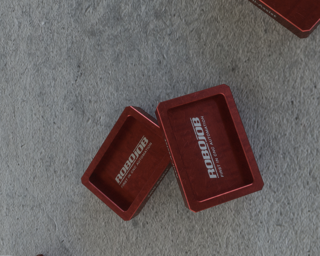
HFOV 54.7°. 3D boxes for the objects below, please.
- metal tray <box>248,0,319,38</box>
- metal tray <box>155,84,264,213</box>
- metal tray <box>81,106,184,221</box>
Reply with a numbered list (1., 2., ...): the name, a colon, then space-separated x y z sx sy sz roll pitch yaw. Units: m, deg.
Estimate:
1. metal tray: 0.146 -0.178 0.355 0.130 0.030 0.090 44 103 14
2. metal tray: 0.056 0.022 0.366 0.091 0.030 0.129 -17 84 -7
3. metal tray: -0.038 0.047 0.419 0.090 0.030 0.129 37 102 16
